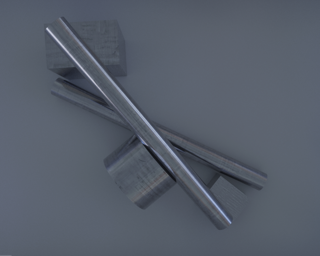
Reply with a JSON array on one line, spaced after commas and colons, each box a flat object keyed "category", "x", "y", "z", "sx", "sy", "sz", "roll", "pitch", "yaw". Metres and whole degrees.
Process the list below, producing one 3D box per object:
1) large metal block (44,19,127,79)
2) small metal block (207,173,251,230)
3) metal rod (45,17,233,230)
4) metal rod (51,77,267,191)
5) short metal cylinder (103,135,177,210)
[{"category": "large metal block", "x": -0.087, "y": -0.093, "z": 0.382, "sx": 0.081, "sy": 0.080, "sz": 0.050, "roll": -4, "pitch": 90, "yaw": -1}, {"category": "small metal block", "x": 0.082, "y": 0.096, "z": 0.411, "sx": 0.050, "sy": 0.025, "sz": 0.050, "roll": 38, "pitch": 90, "yaw": -1}, {"category": "metal rod", "x": -0.014, "y": 0.005, "z": 0.352, "sx": 0.025, "sy": 0.025, "sz": 0.300, "roll": -40, "pitch": 103, "yaw": 0}, {"category": "metal rod", "x": 0.000, "y": 0.008, "z": 0.410, "sx": 0.301, "sy": 0.025, "sz": 0.025, "roll": 25, "pitch": 90, "yaw": -1}, {"category": "short metal cylinder", "x": -0.023, "y": 0.052, "z": 0.381, "sx": 0.050, "sy": 0.080, "sz": 0.080, "roll": -40, "pitch": 91, "yaw": 0}]
